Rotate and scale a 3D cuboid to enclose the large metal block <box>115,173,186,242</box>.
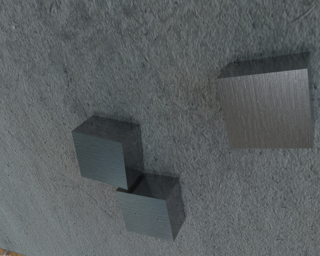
[{"bbox_3d":[-0.012,0.117,0.469,0.080,0.050,0.079,4,121,26],"label":"large metal block"}]

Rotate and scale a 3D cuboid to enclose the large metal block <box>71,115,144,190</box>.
[{"bbox_3d":[-0.073,0.034,0.450,0.080,0.050,0.079,11,123,22],"label":"large metal block"}]

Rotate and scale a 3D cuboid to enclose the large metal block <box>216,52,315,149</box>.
[{"bbox_3d":[0.110,-0.026,0.316,0.080,0.050,0.080,-2,117,29],"label":"large metal block"}]
